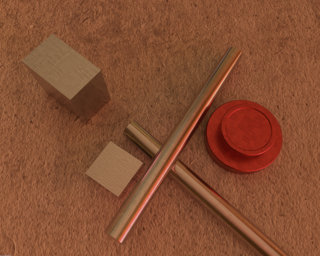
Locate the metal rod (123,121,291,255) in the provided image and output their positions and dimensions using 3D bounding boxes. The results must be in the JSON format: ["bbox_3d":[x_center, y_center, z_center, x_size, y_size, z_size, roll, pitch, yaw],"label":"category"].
[{"bbox_3d":[0.071,0.095,0.374,0.300,0.025,0.025,41,75,13],"label":"metal rod"}]

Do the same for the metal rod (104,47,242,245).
[{"bbox_3d":[0.030,0.003,0.385,0.025,0.025,0.301,30,64,10],"label":"metal rod"}]

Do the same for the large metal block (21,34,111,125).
[{"bbox_3d":[-0.116,-0.060,0.399,0.080,0.080,0.050,38,74,12],"label":"large metal block"}]

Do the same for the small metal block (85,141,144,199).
[{"bbox_3d":[-0.056,0.053,0.388,0.050,0.025,0.050,33,73,11],"label":"small metal block"}]

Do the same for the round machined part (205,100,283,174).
[{"bbox_3d":[0.109,0.008,0.398,0.099,0.042,0.098,0,70,-1],"label":"round machined part"}]
